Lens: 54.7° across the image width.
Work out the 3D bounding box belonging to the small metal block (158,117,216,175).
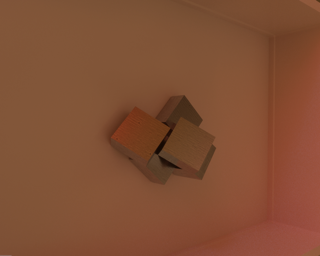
[{"bbox_3d":[0.033,0.023,0.386,0.050,0.025,0.050,31,67,0],"label":"small metal block"}]

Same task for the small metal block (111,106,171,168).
[{"bbox_3d":[-0.023,0.011,0.371,0.050,0.025,0.050,32,65,6],"label":"small metal block"}]

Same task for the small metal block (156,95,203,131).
[{"bbox_3d":[0.026,-0.010,0.428,0.050,0.025,0.050,50,60,-29],"label":"small metal block"}]

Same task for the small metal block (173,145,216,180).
[{"bbox_3d":[0.042,0.040,0.425,0.025,0.050,0.050,43,64,-32],"label":"small metal block"}]

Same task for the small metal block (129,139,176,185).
[{"bbox_3d":[-0.004,0.038,0.403,0.050,0.025,0.050,50,60,-29],"label":"small metal block"}]
